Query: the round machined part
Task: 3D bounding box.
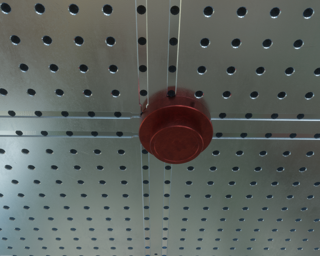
[{"bbox_3d":[0.021,0.010,0.409,0.099,0.042,0.097,0,130,0],"label":"round machined part"}]
